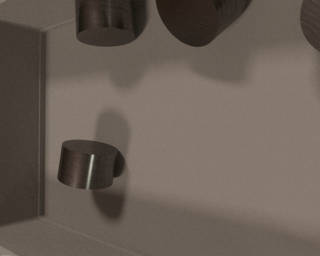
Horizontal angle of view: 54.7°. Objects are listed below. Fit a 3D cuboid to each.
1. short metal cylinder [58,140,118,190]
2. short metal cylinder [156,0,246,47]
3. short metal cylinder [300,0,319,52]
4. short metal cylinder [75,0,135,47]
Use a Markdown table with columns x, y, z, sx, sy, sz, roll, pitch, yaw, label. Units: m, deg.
| x | y | z | sx | sy | sz | roll | pitch | yaw | label |
| --- | --- | --- | --- | --- | --- | --- | --- | --- | --- |
| -0.106 | 0.052 | 0.456 | 0.080 | 0.081 | 0.050 | 18 | 101 | 38 | short metal cylinder |
| 0.042 | -0.134 | 0.328 | 0.080 | 0.050 | 0.080 | 35 | 153 | 21 | short metal cylinder |
| 0.165 | -0.093 | 0.254 | 0.080 | 0.050 | 0.079 | 0 | 90 | 39 | short metal cylinder |
| -0.076 | -0.150 | 0.431 | 0.080 | 0.081 | 0.050 | -5 | 87 | 39 | short metal cylinder |
